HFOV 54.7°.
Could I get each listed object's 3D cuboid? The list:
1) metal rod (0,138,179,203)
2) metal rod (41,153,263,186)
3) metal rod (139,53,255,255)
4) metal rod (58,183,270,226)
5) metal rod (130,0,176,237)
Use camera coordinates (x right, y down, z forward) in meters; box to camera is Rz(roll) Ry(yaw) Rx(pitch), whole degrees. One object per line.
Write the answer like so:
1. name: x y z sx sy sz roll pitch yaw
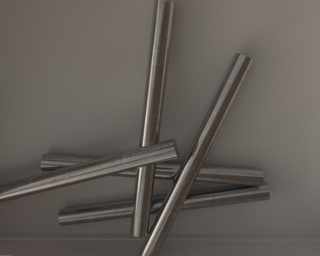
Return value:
1. metal rod: -0.123 0.064 0.405 0.301 0.025 0.025 -15 110 11
2. metal rod: -0.009 0.058 0.431 0.302 0.025 0.025 4 110 -2
3. metal rod: 0.043 0.046 0.406 0.025 0.025 0.298 23 100 -9
4. metal rod: 0.005 0.111 0.451 0.302 0.025 0.025 -8 110 2
5. metal rod: -0.012 -0.001 0.391 0.025 0.025 0.298 6 104 -3
